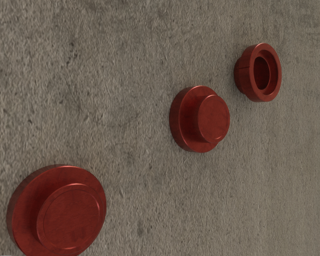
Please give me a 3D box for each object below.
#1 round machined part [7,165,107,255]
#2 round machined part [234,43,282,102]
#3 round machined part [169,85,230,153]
[{"bbox_3d":[-0.096,0.087,0.313,0.099,0.042,0.097,0,90,-40],"label":"round machined part"},{"bbox_3d":[0.164,-0.092,0.530,0.099,0.042,0.097,0,90,-40],"label":"round machined part"},{"bbox_3d":[0.064,-0.013,0.447,0.099,0.042,0.097,0,90,-40],"label":"round machined part"}]
